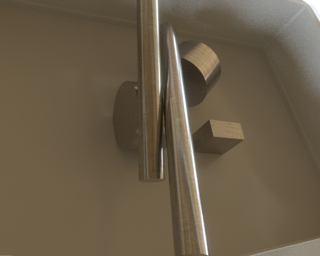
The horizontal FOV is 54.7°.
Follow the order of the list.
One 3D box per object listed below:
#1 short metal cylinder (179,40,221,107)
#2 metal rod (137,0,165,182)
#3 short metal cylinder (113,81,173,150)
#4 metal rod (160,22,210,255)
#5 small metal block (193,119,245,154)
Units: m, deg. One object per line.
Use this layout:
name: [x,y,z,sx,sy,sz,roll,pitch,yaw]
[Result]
short metal cylinder: [0.040,-0.076,0.440,0.080,0.080,0.050,41,51,-1]
metal rod: [-0.012,-0.092,0.338,0.025,0.025,0.299,7,70,-25]
short metal cylinder: [-0.019,-0.014,0.370,0.050,0.080,0.080,2,61,-28]
metal rod: [0.016,-0.019,0.317,0.025,0.025,0.300,15,45,-20]
small metal block: [0.078,0.014,0.425,0.050,0.050,0.025,6,59,-26]
